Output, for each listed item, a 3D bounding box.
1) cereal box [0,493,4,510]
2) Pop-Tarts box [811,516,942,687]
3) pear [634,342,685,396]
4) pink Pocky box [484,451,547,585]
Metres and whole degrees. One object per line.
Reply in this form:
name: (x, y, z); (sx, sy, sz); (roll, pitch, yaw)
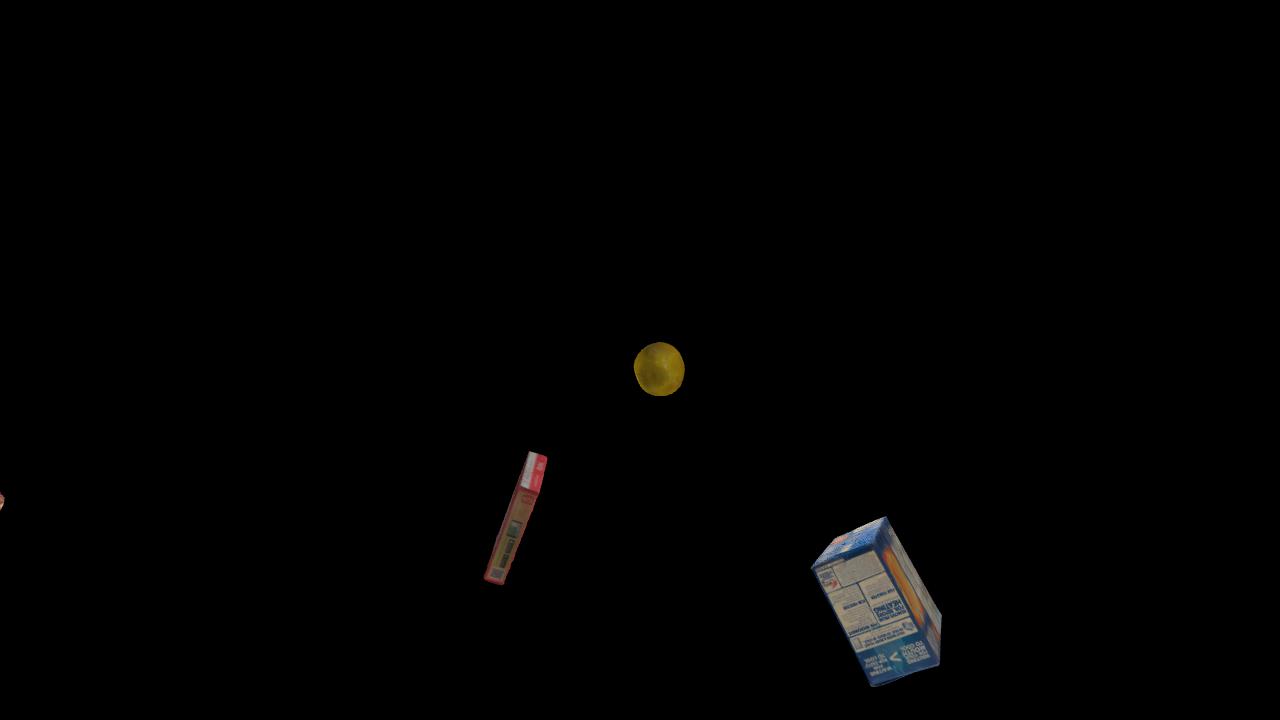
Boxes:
cereal box: (-0.335, 0.022, 0.237); (0.306, 0.203, 0.081); (46, 20, 30)
Pop-Tarts box: (0.293, 0.285, 0.753); (0.083, 0.141, 0.167); (-32, -16, 22)
pear: (0.036, 0.005, 0.931); (0.080, 0.080, 0.111); (0, 21, 17)
pink Pocky box: (-0.160, 0.203, 0.794); (0.029, 0.155, 0.084); (20, 21, -8)
